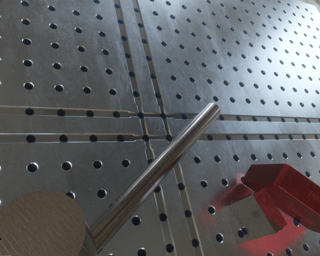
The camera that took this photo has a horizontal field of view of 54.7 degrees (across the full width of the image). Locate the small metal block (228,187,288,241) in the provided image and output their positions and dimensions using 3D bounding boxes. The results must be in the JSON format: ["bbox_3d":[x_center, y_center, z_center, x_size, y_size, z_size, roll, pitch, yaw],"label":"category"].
[{"bbox_3d":[0.123,0.110,0.393,0.025,0.050,0.050,-18,71,-35],"label":"small metal block"}]

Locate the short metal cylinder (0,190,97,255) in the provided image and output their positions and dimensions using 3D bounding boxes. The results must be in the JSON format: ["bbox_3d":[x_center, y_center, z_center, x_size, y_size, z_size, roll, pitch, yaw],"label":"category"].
[{"bbox_3d":[-0.098,0.100,0.259,0.081,0.050,0.080,0,48,1],"label":"short metal cylinder"}]

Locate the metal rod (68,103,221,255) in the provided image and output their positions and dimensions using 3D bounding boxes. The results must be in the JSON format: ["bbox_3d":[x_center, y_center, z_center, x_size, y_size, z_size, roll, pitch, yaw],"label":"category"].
[{"bbox_3d":[-0.004,0.053,0.375,0.025,0.025,0.302,45,51,2],"label":"metal rod"}]

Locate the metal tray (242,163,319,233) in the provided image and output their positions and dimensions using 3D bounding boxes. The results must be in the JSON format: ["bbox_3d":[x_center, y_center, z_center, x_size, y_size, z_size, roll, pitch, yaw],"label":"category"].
[{"bbox_3d":[0.184,0.095,0.407,0.130,0.090,0.030,35,77,-6],"label":"metal tray"}]
